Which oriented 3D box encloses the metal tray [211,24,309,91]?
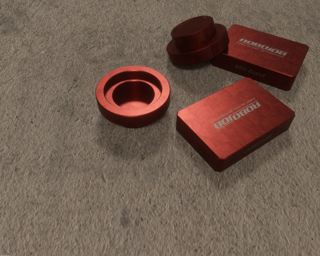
[{"bbox_3d":[0.161,-0.118,0.501,0.130,0.030,0.090,24,54,18],"label":"metal tray"}]

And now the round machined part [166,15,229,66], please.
[{"bbox_3d":[0.056,-0.143,0.489,0.098,0.042,0.098,-17,35,13],"label":"round machined part"}]

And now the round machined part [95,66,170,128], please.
[{"bbox_3d":[-0.036,-0.038,0.424,0.099,0.042,0.098,0,50,0],"label":"round machined part"}]

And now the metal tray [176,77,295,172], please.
[{"bbox_3d":[0.098,-0.010,0.409,0.131,0.030,0.090,-27,56,-22],"label":"metal tray"}]
